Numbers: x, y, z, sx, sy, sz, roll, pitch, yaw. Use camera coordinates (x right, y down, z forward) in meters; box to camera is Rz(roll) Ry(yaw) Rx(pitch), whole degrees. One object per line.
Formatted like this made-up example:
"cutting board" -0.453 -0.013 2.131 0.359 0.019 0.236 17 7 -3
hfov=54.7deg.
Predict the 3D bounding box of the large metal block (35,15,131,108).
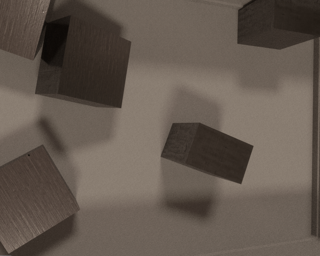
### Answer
"large metal block" -0.085 -0.069 0.350 0.081 0.050 0.080 11 86 -46

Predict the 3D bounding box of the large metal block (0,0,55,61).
"large metal block" -0.158 -0.128 0.320 0.081 0.050 0.079 18 117 -20

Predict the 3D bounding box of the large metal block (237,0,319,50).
"large metal block" 0.169 -0.151 0.445 0.081 0.080 0.050 1 90 -20

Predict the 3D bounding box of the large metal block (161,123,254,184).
"large metal block" 0.058 0.031 0.404 0.080 0.080 0.050 22 83 -19

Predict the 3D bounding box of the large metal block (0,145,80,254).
"large metal block" -0.147 0.074 0.343 0.080 0.050 0.080 -30 100 -18
